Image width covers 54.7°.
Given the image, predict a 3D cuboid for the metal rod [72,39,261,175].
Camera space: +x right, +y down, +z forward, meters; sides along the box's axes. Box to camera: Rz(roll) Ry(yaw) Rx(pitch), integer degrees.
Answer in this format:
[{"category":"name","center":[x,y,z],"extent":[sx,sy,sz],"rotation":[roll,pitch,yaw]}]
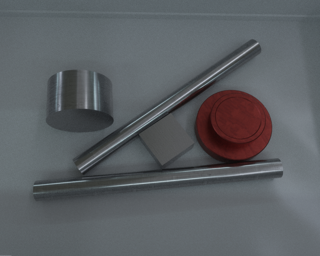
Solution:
[{"category":"metal rod","center":[0.018,-0.035,0.421],"extent":[0.301,0.025,0.025],"rotation":[-35,74,-12]}]

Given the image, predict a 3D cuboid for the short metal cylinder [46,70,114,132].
[{"category":"short metal cylinder","center":[-0.100,-0.031,0.390],"extent":[0.081,0.080,0.050],"rotation":[-5,70,-2]}]

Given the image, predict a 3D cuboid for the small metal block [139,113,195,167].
[{"category":"small metal block","center":[0.008,0.017,0.401],"extent":[0.050,0.025,0.050],"rotation":[-34,74,-12]}]

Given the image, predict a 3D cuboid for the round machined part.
[{"category":"round machined part","center":[0.097,-0.006,0.401],"extent":[0.099,0.042,0.098],"rotation":[0,70,-1]}]

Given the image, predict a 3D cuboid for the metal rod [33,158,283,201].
[{"category":"metal rod","center":[0.000,0.064,0.385],"extent":[0.302,0.025,0.025],"rotation":[-5,70,-3]}]
